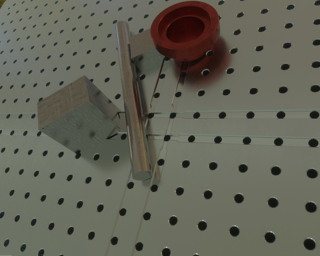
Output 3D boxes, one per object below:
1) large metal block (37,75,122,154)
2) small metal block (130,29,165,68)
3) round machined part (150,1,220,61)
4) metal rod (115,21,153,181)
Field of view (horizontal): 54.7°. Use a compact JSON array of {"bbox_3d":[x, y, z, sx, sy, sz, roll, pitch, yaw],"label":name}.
[{"bbox_3d":[-0.113,-0.016,0.443,0.080,0.080,0.050,-28,52,11],"label":"large metal block"},{"bbox_3d":[-0.020,-0.131,0.499,0.050,0.025,0.050,-19,54,17],"label":"small metal block"},{"bbox_3d":[0.039,-0.137,0.454,0.098,0.042,0.098,-7,57,12],"label":"round machined part"},{"bbox_3d":[-0.045,-0.061,0.469,0.025,0.025,0.299,-22,53,15],"label":"metal rod"}]
